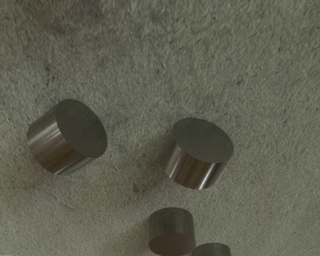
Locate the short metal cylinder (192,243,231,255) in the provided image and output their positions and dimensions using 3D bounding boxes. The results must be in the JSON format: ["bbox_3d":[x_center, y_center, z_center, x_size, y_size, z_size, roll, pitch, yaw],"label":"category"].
[{"bbox_3d":[0.107,0.277,0.628,0.081,0.050,0.079,0,130,0],"label":"short metal cylinder"}]

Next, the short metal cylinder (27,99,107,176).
[{"bbox_3d":[-0.111,0.011,0.379,0.050,0.080,0.080,-31,124,23],"label":"short metal cylinder"}]

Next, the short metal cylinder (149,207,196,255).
[{"bbox_3d":[0.021,0.185,0.549,0.081,0.050,0.079,0,130,0],"label":"short metal cylinder"}]

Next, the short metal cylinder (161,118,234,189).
[{"bbox_3d":[0.047,0.032,0.399,0.081,0.080,0.050,12,129,-11],"label":"short metal cylinder"}]
